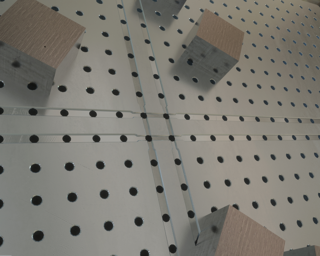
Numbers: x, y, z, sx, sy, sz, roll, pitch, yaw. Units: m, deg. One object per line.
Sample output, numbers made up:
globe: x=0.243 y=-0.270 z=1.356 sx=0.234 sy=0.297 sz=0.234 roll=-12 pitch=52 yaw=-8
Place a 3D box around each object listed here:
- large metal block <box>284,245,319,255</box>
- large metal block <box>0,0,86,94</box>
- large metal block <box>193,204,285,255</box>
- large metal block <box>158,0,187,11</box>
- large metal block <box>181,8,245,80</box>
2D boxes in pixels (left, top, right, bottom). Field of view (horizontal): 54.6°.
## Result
large metal block: x=0.208 y=0.198 z=0.383 sx=0.080 sy=0.050 sz=0.080 roll=19 pitch=55 yaw=-17
large metal block: x=-0.148 y=-0.101 z=0.374 sx=0.080 sy=0.050 sz=0.080 roll=27 pitch=52 yaw=-11
large metal block: x=0.086 y=0.147 z=0.348 sx=0.080 sy=0.050 sz=0.080 roll=34 pitch=51 yaw=-6
large metal block: x=0.016 y=-0.275 z=0.568 sx=0.080 sy=0.050 sz=0.080 roll=19 pitch=54 yaw=-17
large metal block: x=0.091 y=-0.143 z=0.528 sx=0.080 sy=0.050 sz=0.080 roll=28 pitch=52 yaw=-11
